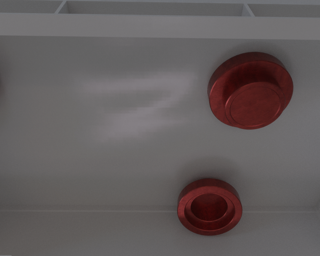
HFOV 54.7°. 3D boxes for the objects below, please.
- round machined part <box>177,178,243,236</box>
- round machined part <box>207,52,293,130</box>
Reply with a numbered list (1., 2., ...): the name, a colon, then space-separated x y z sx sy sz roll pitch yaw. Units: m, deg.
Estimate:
1. round machined part: 0.077 0.119 0.490 0.099 0.042 0.097 1 116 3
2. round machined part: 0.108 -0.036 0.368 0.099 0.042 0.097 0 130 0
